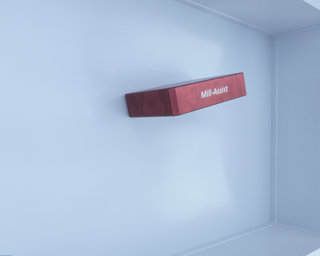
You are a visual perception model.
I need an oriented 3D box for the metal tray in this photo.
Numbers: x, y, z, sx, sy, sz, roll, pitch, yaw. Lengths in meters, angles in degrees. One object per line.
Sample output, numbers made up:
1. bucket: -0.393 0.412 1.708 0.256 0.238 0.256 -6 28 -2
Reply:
1. metal tray: 0.034 -0.042 0.391 0.131 0.090 0.030 -18 102 -39
